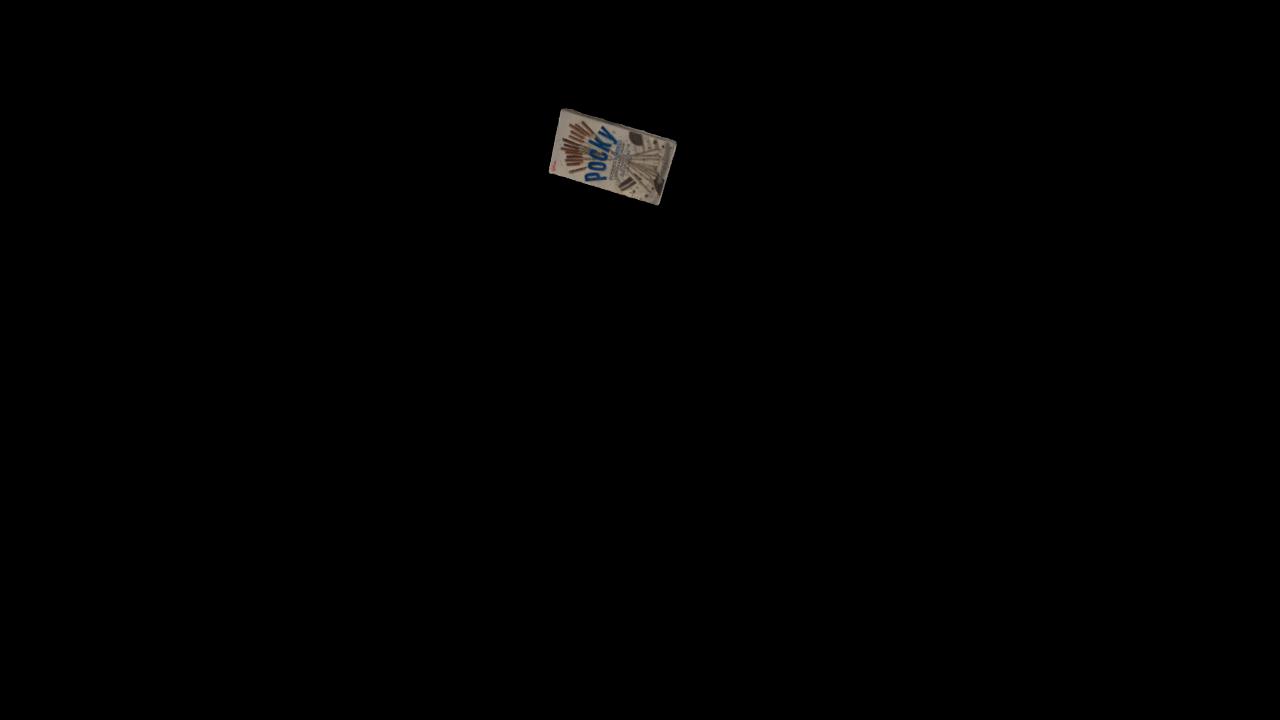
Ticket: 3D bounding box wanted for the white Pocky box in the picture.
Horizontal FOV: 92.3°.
[{"bbox_3d":[-0.036,-0.265,0.804,0.154,0.084,0.028,16,26,-2],"label":"white Pocky box"}]
